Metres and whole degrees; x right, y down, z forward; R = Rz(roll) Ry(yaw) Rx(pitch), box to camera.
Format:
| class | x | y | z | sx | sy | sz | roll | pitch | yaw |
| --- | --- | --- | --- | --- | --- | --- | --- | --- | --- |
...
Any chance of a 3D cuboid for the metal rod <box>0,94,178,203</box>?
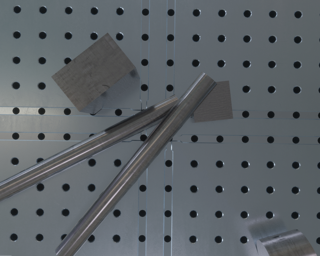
| class | x | y | z | sx | sy | sz | roll | pitch | yaw |
| --- | --- | --- | --- | --- | --- | --- | --- | --- | --- |
| metal rod | -0.109 | 0.034 | 0.412 | 0.301 | 0.025 | 0.025 | -27 | 90 | 0 |

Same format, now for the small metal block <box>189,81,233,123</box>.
| class | x | y | z | sx | sy | sz | roll | pitch | yaw |
| --- | --- | --- | --- | --- | --- | --- | --- | --- | --- |
| small metal block | 0.067 | -0.034 | 0.414 | 0.050 | 0.025 | 0.050 | -6 | 90 | 0 |

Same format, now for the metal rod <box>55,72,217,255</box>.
| class | x | y | z | sx | sy | sz | roll | pitch | yaw |
| --- | --- | --- | --- | --- | --- | --- | --- | --- | --- |
| metal rod | -0.034 | 0.053 | 0.399 | 0.025 | 0.025 | 0.299 | 40 | 95 | 0 |

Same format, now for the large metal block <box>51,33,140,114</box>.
| class | x | y | z | sx | sy | sz | roll | pitch | yaw |
| --- | --- | --- | --- | --- | --- | --- | --- | --- | --- |
| large metal block | -0.074 | -0.063 | 0.385 | 0.080 | 0.080 | 0.050 | -38 | 90 | 0 |

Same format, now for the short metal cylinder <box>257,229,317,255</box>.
| class | x | y | z | sx | sy | sz | roll | pitch | yaw |
| --- | --- | --- | --- | --- | --- | --- | --- | --- | --- |
| short metal cylinder | 0.162 | 0.174 | 0.387 | 0.050 | 0.080 | 0.080 | -16 | 90 | 0 |
